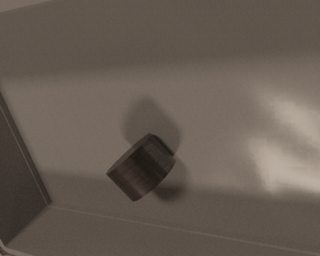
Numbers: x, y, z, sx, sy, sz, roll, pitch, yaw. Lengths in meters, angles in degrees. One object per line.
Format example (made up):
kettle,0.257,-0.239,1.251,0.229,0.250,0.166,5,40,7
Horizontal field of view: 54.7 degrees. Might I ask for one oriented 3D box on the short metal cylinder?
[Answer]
short metal cylinder,-0.026,0.052,0.417,0.050,0.080,0.080,48,129,-6
